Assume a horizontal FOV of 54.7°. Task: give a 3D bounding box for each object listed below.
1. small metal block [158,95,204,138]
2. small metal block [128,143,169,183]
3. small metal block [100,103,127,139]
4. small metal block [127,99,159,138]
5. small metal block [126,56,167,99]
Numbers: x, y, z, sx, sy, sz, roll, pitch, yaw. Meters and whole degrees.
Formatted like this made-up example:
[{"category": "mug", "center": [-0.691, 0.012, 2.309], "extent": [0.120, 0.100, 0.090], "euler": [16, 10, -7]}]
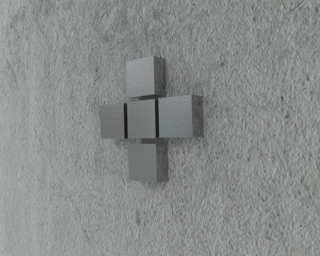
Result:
[{"category": "small metal block", "center": [0.026, -0.013, 0.384], "extent": [0.050, 0.025, 0.050], "euler": [-2, 89, 39]}, {"category": "small metal block", "center": [-0.016, 0.046, 0.418], "extent": [0.050, 0.025, 0.050], "euler": [-3, 88, 39]}, {"category": "small metal block", "center": [-0.061, -0.009, 0.455], "extent": [0.050, 0.025, 0.050], "euler": [-2, 89, 39]}, {"category": "small metal block", "center": [-0.017, -0.011, 0.419], "extent": [0.050, 0.025, 0.050], "euler": [-2, 89, 39]}, {"category": "small metal block", "center": [-0.019, -0.067, 0.420], "extent": [0.050, 0.025, 0.050], "euler": [-2, 89, 39]}]
